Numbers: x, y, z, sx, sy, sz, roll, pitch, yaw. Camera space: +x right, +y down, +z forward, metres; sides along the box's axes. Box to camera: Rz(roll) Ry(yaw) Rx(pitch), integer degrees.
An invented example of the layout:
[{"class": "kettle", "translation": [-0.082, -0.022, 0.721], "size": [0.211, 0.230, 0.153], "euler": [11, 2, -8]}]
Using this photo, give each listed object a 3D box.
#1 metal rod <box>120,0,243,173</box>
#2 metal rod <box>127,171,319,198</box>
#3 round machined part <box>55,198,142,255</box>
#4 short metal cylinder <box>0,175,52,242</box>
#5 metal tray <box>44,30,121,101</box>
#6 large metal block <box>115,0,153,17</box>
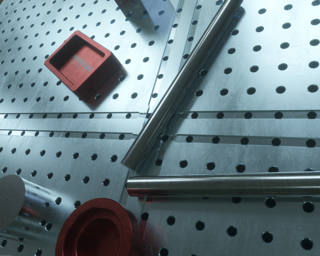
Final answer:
[{"class": "metal rod", "translation": [0.037, -0.073, 0.432], "size": [0.025, 0.025, 0.300], "euler": [22, 73, 35]}, {"class": "metal rod", "translation": [0.102, 0.059, 0.318], "size": [0.301, 0.025, 0.025], "euler": [-6, 59, 25]}, {"class": "round machined part", "translation": [-0.064, 0.132, 0.349], "size": [0.098, 0.042, 0.098], "euler": [-13, 56, 20]}, {"class": "short metal cylinder", "translation": [-0.199, 0.111, 0.426], "size": [0.080, 0.050, 0.080], "euler": [-13, 56, 20]}, {"class": "metal tray", "translation": [-0.139, -0.113, 0.545], "size": [0.090, 0.030, 0.130], "euler": [-47, 52, -5]}, {"class": "large metal block", "translation": [-0.049, -0.262, 0.558], "size": [0.050, 0.080, 0.080], "euler": [2, 63, 29]}]
